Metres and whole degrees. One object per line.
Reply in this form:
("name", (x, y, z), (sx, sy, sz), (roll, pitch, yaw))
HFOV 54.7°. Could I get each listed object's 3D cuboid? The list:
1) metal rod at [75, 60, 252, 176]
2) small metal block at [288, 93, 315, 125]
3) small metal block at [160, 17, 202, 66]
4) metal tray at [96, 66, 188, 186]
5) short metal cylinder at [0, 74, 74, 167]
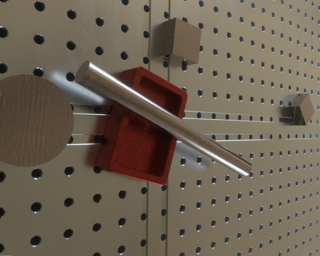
("metal rod", (0.028, 0.004, 0.394), (0.301, 0.025, 0.025), (30, 72, -37))
("small metal block", (0.307, -0.040, 0.671), (0.050, 0.025, 0.050), (-45, 117, -31))
("small metal block", (0.030, -0.120, 0.436), (0.050, 0.025, 0.050), (10, 84, -40))
("metal tray", (-0.019, 0.000, 0.391), (0.090, 0.030, 0.130), (24, 75, -38))
("short metal cylinder", (-0.129, -0.006, 0.286), (0.081, 0.050, 0.079), (0, 90, -40))
